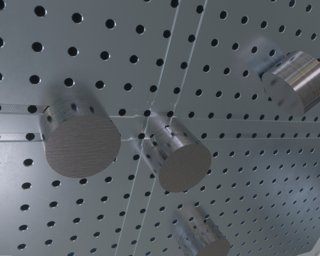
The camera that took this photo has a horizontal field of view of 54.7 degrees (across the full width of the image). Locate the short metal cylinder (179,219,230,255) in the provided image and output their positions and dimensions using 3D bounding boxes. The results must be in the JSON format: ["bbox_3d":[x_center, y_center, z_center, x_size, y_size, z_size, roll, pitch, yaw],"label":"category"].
[{"bbox_3d":[0.082,0.218,0.575,0.081,0.050,0.079,-14,124,-21],"label":"short metal cylinder"}]

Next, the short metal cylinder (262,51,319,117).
[{"bbox_3d":[0.194,-0.062,0.443,0.050,0.080,0.080,-38,129,-3],"label":"short metal cylinder"}]

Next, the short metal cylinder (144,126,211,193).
[{"bbox_3d":[0.024,0.043,0.435,0.081,0.050,0.079,-14,124,-21],"label":"short metal cylinder"}]

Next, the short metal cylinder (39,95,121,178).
[{"bbox_3d":[-0.091,0.009,0.351,0.081,0.050,0.079,-14,124,-21],"label":"short metal cylinder"}]
